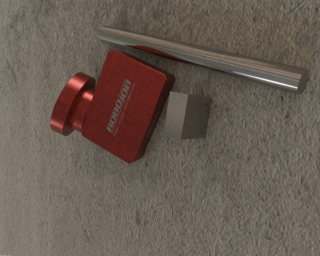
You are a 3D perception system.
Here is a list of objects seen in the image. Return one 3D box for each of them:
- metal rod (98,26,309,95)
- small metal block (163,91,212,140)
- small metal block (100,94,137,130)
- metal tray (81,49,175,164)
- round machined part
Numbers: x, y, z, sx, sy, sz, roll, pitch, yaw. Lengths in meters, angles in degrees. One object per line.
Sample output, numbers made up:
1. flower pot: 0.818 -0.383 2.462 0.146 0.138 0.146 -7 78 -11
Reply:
1. metal rod: 0.026 -0.093 0.381 0.300 0.025 0.025 25 105 37
2. small metal block: 0.033 -0.014 0.360 0.025 0.050 0.050 15 99 39
3. small metal block: -0.061 -0.022 0.453 0.050 0.025 0.050 1 91 39
4. metal tray: -0.046 -0.029 0.420 0.090 0.030 0.129 29 109 17
5. round machined part: -0.119 -0.031 0.466 0.042 0.098 0.097 26 110 -1
